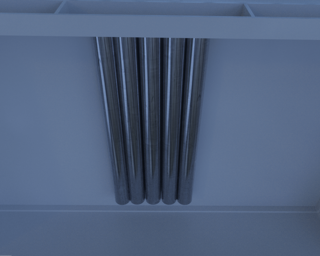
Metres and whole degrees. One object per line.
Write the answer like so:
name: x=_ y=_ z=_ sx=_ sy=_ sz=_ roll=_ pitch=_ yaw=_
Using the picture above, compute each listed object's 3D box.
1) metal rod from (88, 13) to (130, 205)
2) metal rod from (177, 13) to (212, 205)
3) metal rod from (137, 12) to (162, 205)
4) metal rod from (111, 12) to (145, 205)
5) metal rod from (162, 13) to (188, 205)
metal rod: x=-0.060 y=0.002 z=0.408 sx=0.025 sy=0.025 sz=0.298 roll=0 pitch=130 yaw=0
metal rod: x=0.040 y=0.002 z=0.409 sx=0.025 sy=0.025 sz=0.298 roll=0 pitch=130 yaw=0
metal rod: x=-0.011 y=0.001 z=0.408 sx=0.025 sy=0.025 sz=0.298 roll=0 pitch=130 yaw=0
metal rod: x=-0.036 y=0.001 z=0.408 sx=0.025 sy=0.025 sz=0.298 roll=0 pitch=130 yaw=0
metal rod: x=0.015 y=0.002 z=0.409 sx=0.025 sy=0.025 sz=0.298 roll=0 pitch=130 yaw=0
